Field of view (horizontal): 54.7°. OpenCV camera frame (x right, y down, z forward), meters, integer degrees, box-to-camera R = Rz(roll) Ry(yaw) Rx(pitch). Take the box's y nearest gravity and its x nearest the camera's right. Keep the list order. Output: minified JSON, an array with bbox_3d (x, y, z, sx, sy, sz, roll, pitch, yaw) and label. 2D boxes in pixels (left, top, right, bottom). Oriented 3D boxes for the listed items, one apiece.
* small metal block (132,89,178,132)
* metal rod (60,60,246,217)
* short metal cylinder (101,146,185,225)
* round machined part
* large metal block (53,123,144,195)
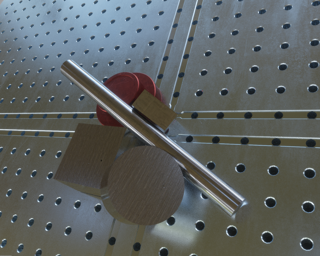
[{"bbox_3d":[-0.006,-0.019,0.394,0.050,0.050,0.025,38,85,4],"label":"small metal block"},{"bbox_3d":[-0.026,-0.003,0.381,0.300,0.025,0.025,38,83,25],"label":"metal rod"},{"bbox_3d":[-0.020,0.063,0.335,0.081,0.050,0.080,6,72,-18],"label":"short metal cylinder"},{"bbox_3d":[-0.051,-0.042,0.448,0.098,0.042,0.098,-13,56,20],"label":"round machined part"},{"bbox_3d":[-0.076,0.043,0.401,0.080,0.050,0.080,5,64,30],"label":"large metal block"}]
